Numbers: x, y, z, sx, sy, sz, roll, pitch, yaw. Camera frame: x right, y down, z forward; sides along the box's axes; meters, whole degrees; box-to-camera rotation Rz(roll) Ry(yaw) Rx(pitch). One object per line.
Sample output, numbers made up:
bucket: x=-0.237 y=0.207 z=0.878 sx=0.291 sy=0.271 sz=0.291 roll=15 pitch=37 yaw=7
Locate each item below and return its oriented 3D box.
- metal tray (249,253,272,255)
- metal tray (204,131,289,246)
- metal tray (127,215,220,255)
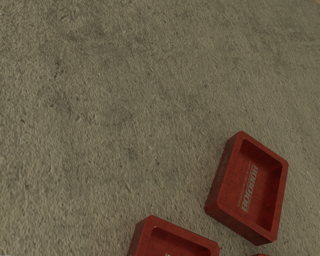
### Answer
metal tray: x=0.139 y=0.216 z=0.343 sx=0.091 sy=0.030 sz=0.130 roll=19 pitch=54 yaw=-17
metal tray: x=0.121 y=0.077 z=0.418 sx=0.090 sy=0.030 sz=0.130 roll=34 pitch=51 yaw=-6
metal tray: x=0.005 y=0.164 z=0.302 sx=0.090 sy=0.030 sz=0.130 roll=27 pitch=52 yaw=-12
